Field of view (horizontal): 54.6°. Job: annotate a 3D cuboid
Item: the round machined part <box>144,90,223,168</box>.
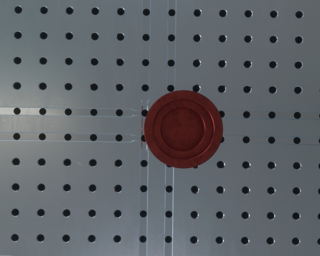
[{"bbox_3d":[0.029,0.001,0.405,0.099,0.042,0.097,0,90,0],"label":"round machined part"}]
